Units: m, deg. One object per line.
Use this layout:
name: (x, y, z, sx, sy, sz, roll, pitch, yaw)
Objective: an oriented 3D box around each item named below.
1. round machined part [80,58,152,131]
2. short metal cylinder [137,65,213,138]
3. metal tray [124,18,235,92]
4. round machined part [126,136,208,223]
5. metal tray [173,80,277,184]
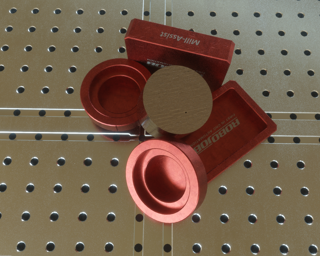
round machined part: (-0.053, -0.041, 0.417, 0.099, 0.042, 0.098, 0, 70, -1)
short metal cylinder: (0.016, -0.028, 0.369, 0.081, 0.050, 0.080, 2, 79, -12)
metal tray: (0.024, -0.091, 0.410, 0.131, 0.090, 0.030, 14, 71, 5)
round machined part: (0.011, 0.057, 0.363, 0.098, 0.042, 0.097, 7, 103, 32)
metal tray: (0.073, 0.007, 0.407, 0.131, 0.030, 0.090, -35, 74, -12)
